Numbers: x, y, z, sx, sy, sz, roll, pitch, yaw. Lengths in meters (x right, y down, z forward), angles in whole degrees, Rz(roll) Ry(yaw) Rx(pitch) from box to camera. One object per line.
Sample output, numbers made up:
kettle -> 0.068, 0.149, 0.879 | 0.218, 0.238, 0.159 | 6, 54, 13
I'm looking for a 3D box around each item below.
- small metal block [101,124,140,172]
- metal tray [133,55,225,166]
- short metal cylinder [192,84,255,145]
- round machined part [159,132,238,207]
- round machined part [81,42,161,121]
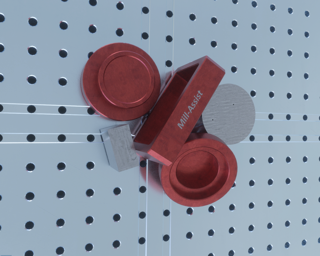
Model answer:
small metal block -> -0.050, 0.023, 0.377 | 0.025, 0.050, 0.050 | -16, 96, -19
metal tray -> 0.017, -0.021, 0.380 | 0.030, 0.090, 0.130 | 35, 79, -17
short metal cylinder -> 0.082, -0.018, 0.425 | 0.081, 0.050, 0.079 | 0, 90, -20
round machined part -> 0.047, 0.050, 0.405 | 0.099, 0.042, 0.097 | -3, 111, -8
round machined part -> -0.045, -0.057, 0.382 | 0.099, 0.042, 0.097 | 0, 90, -20
